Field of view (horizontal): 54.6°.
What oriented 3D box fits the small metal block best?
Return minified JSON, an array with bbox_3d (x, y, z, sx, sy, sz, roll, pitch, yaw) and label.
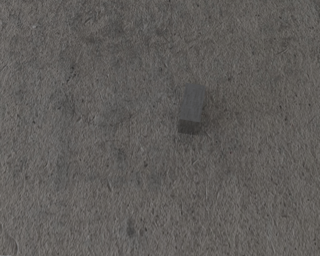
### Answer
[{"bbox_3d":[0.040,-0.023,0.404,0.025,0.050,0.050,10,70,4],"label":"small metal block"}]
